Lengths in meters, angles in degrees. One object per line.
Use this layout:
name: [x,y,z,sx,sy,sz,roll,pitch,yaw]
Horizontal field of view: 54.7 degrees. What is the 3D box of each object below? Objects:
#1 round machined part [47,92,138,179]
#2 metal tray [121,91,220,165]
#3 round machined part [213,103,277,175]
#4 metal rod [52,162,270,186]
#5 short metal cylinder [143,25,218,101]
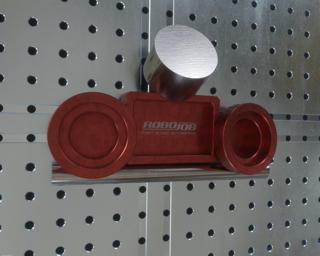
round machined part: [-0.078,0.009,0.366,0.099,0.042,0.097,1,87,-12]
metal tray: [0.015,0.001,0.411,0.131,0.030,0.089,1,90,-21]
round machined part: [0.114,0.015,0.436,0.099,0.042,0.097,1,88,-28]
metal rod: [0.015,0.059,0.414,0.302,0.025,0.025,2,90,-20]
short metal cylinder: [0.024,-0.081,0.389,0.081,0.050,0.080,9,61,-16]
